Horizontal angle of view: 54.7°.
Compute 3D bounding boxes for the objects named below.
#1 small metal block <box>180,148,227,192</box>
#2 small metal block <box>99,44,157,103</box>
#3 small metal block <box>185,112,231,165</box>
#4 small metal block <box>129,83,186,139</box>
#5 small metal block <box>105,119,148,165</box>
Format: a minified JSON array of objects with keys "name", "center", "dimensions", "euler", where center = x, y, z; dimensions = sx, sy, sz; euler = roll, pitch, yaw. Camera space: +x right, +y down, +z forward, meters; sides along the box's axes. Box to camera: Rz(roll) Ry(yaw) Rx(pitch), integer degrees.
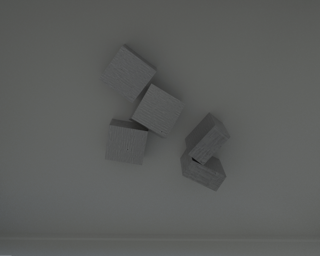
[{"name":"small metal block","center":[0.057,0.053,0.418],"dimensions":[0.050,0.050,0.025],"euler":[26,108,-10]},{"name":"small metal block","center":[-0.039,-0.068,0.386],"dimensions":[0.050,0.025,0.050],"euler":[36,106,-12]},{"name":"small metal block","center":[0.060,0.013,0.403],"dimensions":[0.025,0.050,0.050],"euler":[38,106,-13]},{"name":"small metal block","center":[-0.004,-0.021,0.394],"dimensions":[0.050,0.025,0.050],"euler":[30,82,-11]},{"name":"small metal block","center":[-0.044,0.019,0.418],"dimensions":[0.050,0.025,0.050],"euler":[10,110,-4]}]
